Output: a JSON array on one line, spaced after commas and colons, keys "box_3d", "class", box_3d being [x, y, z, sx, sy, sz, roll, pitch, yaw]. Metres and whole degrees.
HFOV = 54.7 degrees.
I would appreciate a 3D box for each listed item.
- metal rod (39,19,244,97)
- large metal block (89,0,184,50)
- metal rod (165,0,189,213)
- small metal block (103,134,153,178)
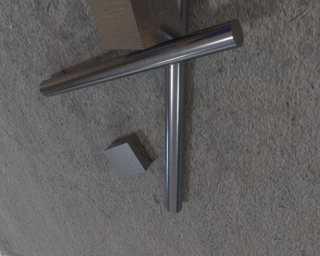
[{"box_3d": [-0.049, -0.071, 0.364, 0.300, 0.025, 0.025, -6, 116, 38], "class": "metal rod"}, {"box_3d": [-0.029, -0.125, 0.307, 0.080, 0.050, 0.080, 19, 131, 51], "class": "large metal block"}, {"box_3d": [0.019, -0.008, 0.390, 0.025, 0.025, 0.298, 12, 124, 21], "class": "metal rod"}, {"box_3d": [-0.047, 0.042, 0.456, 0.050, 0.025, 0.050, -21, 108, 35], "class": "small metal block"}]
